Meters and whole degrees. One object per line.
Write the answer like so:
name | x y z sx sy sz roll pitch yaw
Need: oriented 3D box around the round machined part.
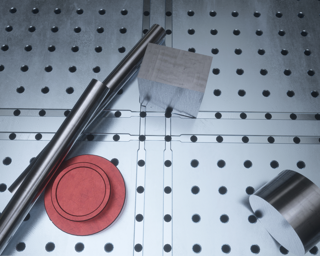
round machined part | -0.091 0.079 0.373 0.099 0.042 0.098 0 70 -1

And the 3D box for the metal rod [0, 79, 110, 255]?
metal rod | -0.151 0.071 0.362 0.025 0.025 0.300 30 80 10

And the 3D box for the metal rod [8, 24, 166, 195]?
metal rod | -0.088 -0.032 0.422 0.025 0.025 0.300 34 73 11

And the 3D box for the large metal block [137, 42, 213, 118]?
large metal block | 0.018 -0.059 0.404 0.080 0.080 0.050 14 71 4

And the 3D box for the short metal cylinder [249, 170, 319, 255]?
short metal cylinder | 0.148 0.094 0.350 0.050 0.080 0.080 -34 74 -12
